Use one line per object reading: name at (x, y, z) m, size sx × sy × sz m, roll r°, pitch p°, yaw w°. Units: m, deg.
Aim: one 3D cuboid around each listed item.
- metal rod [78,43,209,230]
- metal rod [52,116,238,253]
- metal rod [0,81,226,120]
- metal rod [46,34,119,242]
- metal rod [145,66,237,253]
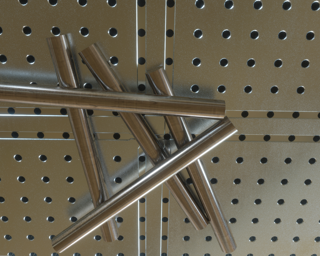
metal rod at (-0.013, 0.024, 0.421) m, size 0.025 × 0.025 × 0.299 m, roll -29°, pitch 108°, yaw 10°
metal rod at (-0.028, 0.081, 0.416) m, size 0.300 × 0.025 × 0.025 m, roll -36°, pitch 107°, yaw 12°
metal rod at (-0.073, -0.034, 0.373) m, size 0.302 × 0.025 × 0.025 m, roll 5°, pitch 110°, yaw -3°
metal rod at (-0.099, 0.028, 0.422) m, size 0.025 × 0.025 × 0.298 m, roll -9°, pitch 110°, yaw 3°
metal rod at (0.050, 0.057, 0.435) m, size 0.025 × 0.025 × 0.299 m, roll -22°, pitch 109°, yaw 7°
